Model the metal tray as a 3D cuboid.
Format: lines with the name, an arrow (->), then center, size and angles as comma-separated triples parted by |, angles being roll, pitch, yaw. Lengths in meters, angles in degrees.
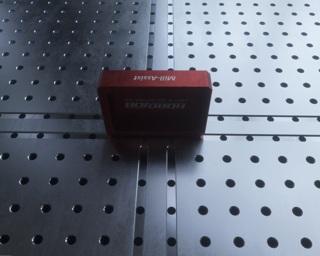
metal tray -> -0.006, -0.029, 0.389 | 0.131, 0.090, 0.030 | 0, 50, 0
